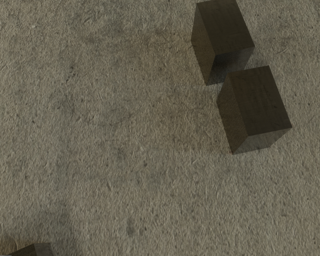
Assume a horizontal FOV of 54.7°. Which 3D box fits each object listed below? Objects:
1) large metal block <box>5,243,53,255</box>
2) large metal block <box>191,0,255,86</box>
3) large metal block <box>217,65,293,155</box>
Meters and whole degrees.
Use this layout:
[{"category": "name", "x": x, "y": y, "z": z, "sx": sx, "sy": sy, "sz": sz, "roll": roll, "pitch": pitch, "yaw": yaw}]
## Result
[{"category": "large metal block", "x": -0.153, "y": 0.178, "z": 0.329, "sx": 0.080, "sy": 0.050, "sz": 0.080, "roll": -22, "pitch": 72, "yaw": -8}, {"category": "large metal block", "x": 0.081, "y": -0.115, "z": 0.421, "sx": 0.050, "sy": 0.080, "sz": 0.080, "roll": -13, "pitch": 71, "yaw": -5}, {"category": "large metal block", "x": 0.112, "y": -0.019, "z": 0.386, "sx": 0.050, "sy": 0.080, "sz": 0.080, "roll": -11, "pitch": 71, "yaw": -4}]
